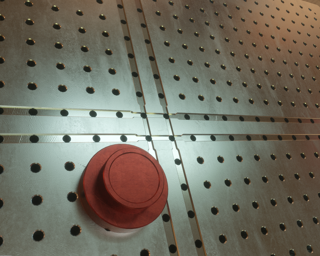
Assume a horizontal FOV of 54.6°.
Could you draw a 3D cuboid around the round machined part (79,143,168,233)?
[{"bbox_3d":[-0.035,0.061,0.341,0.099,0.042,0.098,13,56,-21],"label":"round machined part"}]
